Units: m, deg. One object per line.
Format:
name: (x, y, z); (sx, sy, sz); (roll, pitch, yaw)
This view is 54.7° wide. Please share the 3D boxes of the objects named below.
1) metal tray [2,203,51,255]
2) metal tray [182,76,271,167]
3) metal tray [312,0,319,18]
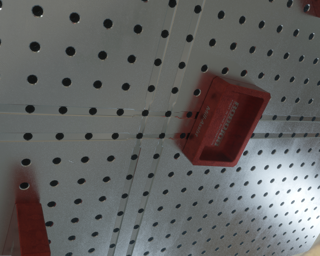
metal tray: (-0.171, 0.170, 0.381); (0.030, 0.090, 0.129); (9, 114, -33)
metal tray: (0.098, -0.004, 0.460); (0.091, 0.030, 0.129); (7, 115, -32)
metal tray: (0.236, -0.219, 0.404); (0.090, 0.030, 0.130); (-44, 130, 2)
